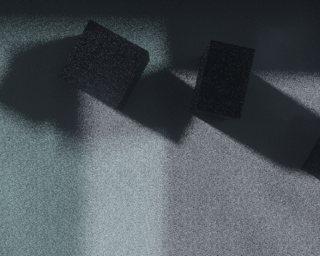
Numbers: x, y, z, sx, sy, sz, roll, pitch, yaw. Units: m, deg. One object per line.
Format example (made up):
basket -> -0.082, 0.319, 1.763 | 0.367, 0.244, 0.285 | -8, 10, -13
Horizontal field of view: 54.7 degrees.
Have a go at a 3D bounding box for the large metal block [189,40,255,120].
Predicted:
large metal block -> 0.073, -0.054, 0.384 | 0.050, 0.080, 0.080 | 12, 90, 0

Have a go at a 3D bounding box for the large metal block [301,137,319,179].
large metal block -> 0.236, 0.034, 0.385 | 0.050, 0.080, 0.080 | 30, 90, 0

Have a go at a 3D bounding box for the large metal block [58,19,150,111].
large metal block -> -0.069, -0.077, 0.398 | 0.080, 0.050, 0.080 | 29, 90, 0
